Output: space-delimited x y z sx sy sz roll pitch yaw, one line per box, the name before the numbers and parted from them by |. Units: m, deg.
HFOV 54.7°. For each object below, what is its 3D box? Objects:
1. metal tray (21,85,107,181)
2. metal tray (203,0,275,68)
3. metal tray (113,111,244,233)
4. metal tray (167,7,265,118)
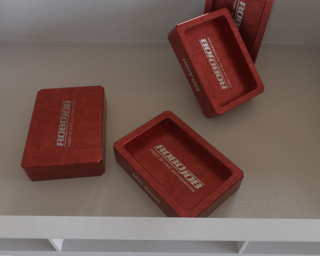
metal tray | -0.117 0.002 0.399 0.091 0.030 0.130 -4 50 -4
metal tray | 0.109 -0.149 0.460 0.090 0.129 0.030 18 38 14
metal tray | 0.019 0.044 0.364 0.091 0.030 0.130 -33 58 -25
metal tray | 0.079 -0.090 0.429 0.091 0.030 0.129 -28 94 -21
